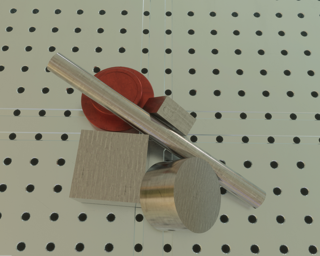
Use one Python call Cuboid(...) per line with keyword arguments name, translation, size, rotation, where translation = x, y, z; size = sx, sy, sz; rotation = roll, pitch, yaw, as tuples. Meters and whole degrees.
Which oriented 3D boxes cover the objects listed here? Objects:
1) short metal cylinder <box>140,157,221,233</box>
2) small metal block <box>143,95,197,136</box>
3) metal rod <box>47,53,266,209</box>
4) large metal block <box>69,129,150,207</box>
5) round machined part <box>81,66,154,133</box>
Cuboid(name="short metal cylinder", translation=(0.024, 0.075, 0.348), size=(0.081, 0.050, 0.080), rotation=(15, 69, -43))
Cuboid(name="small metal block", translation=(0.009, -0.015, 0.394), size=(0.050, 0.050, 0.025), rotation=(38, 74, -24))
Cuboid(name="metal rod", translation=(-0.002, 0.004, 0.376), size=(0.301, 0.025, 0.025), rotation=(34, 73, -2))
Cuboid(name="large metal block", translation=(-0.057, 0.051, 0.377), size=(0.081, 0.050, 0.080), rotation=(5, 70, 1))
Cuboid(name="round machined part", translation=(-0.057, -0.041, 0.417), size=(0.099, 0.042, 0.098), rotation=(0, 70, -1))
